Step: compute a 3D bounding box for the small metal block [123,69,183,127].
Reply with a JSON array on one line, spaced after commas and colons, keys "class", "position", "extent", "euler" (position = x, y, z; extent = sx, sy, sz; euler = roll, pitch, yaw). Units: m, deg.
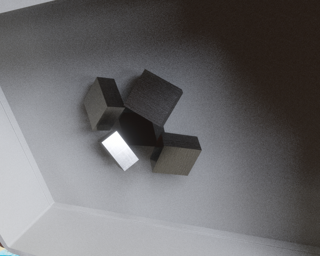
[{"class": "small metal block", "position": [-0.007, -0.035, 0.373], "extent": [0.050, 0.025, 0.050], "euler": [31, 91, 8]}]

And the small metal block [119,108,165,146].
[{"class": "small metal block", "position": [-0.024, -0.004, 0.416], "extent": [0.050, 0.025, 0.050], "euler": [2, 119, 27]}]

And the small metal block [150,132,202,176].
[{"class": "small metal block", "position": [0.019, 0.035, 0.403], "extent": [0.050, 0.025, 0.050], "euler": [8, 130, -18]}]

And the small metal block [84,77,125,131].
[{"class": "small metal block", "position": [-0.075, -0.031, 0.410], "extent": [0.050, 0.025, 0.050], "euler": [-50, 52, 40]}]

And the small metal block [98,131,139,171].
[{"class": "small metal block", "position": [-0.061, 0.032, 0.443], "extent": [0.050, 0.025, 0.050], "euler": [53, 166, -10]}]
